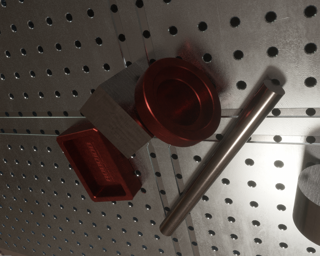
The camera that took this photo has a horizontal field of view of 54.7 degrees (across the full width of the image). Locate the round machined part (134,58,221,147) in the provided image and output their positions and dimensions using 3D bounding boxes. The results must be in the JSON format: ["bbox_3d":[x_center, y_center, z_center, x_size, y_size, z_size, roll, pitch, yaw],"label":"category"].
[{"bbox_3d":[0.016,-0.025,0.341,0.098,0.098,0.042,47,142,-5],"label":"round machined part"}]

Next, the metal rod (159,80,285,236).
[{"bbox_3d":[0.065,0.061,0.413,0.025,0.025,0.298,33,128,6],"label":"metal rod"}]

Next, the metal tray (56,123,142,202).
[{"bbox_3d":[-0.096,0.056,0.490,0.090,0.030,0.129,-12,113,32],"label":"metal tray"}]

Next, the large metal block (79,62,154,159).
[{"bbox_3d":[-0.035,-0.024,0.378,0.080,0.080,0.050,46,129,-4],"label":"large metal block"}]

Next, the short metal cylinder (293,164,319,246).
[{"bbox_3d":[0.187,0.082,0.328,0.080,0.080,0.050,8,122,23],"label":"short metal cylinder"}]
